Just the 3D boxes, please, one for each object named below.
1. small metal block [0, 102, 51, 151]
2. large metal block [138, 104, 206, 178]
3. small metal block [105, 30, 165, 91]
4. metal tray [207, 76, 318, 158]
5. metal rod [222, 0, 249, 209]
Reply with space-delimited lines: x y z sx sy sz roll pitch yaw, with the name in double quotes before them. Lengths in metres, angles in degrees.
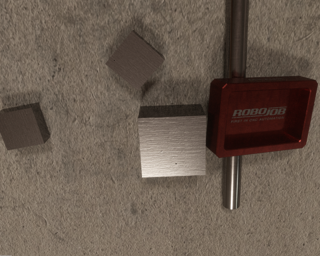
"small metal block" -0.180 -0.002 0.406 0.050 0.025 0.050 -11 110 3
"large metal block" 0.016 0.015 0.402 0.081 0.050 0.079 -2 110 0
"small metal block" -0.030 -0.083 0.379 0.050 0.025 0.050 39 105 -14
"metal tray" 0.125 -0.016 0.382 0.131 0.030 0.089 -5 110 -17
"metal rod" 0.096 -0.028 0.400 0.025 0.025 0.298 -3 110 0
